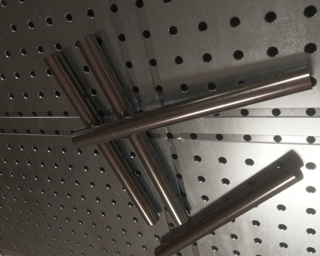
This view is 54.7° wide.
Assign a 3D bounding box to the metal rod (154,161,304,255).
[{"bbox_3d":[0.079,0.135,0.452,0.025,0.025,0.298,42,129,-1],"label":"metal rod"}]

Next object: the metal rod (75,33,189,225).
[{"bbox_3d":[-0.030,0.014,0.433,0.025,0.025,0.299,-15,111,34],"label":"metal rod"}]

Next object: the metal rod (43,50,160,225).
[{"bbox_3d":[-0.080,0.025,0.466,0.025,0.025,0.299,-17,110,34],"label":"metal rod"}]

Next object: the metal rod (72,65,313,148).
[{"bbox_3d":[0.016,-0.017,0.369,0.300,0.025,0.025,-14,111,26],"label":"metal rod"}]
